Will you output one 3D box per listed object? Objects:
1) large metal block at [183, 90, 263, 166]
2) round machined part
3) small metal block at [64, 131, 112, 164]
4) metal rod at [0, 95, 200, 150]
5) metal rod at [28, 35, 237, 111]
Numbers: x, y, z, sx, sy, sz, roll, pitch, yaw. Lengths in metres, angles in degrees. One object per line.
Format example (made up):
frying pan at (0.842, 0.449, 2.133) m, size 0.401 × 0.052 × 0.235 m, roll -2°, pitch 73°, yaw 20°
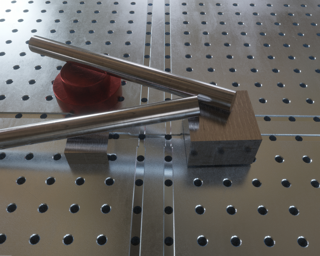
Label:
large metal block at (0.073, -0.001, 0.389) m, size 0.081 × 0.050 × 0.080 m, roll -1°, pitch 50°, yaw -2°
round machined part at (-0.107, -0.068, 0.452) m, size 0.099 × 0.042 × 0.098 m, roll 0°, pitch 50°, yaw 0°
small metal block at (-0.089, 0.018, 0.392) m, size 0.050 × 0.025 × 0.050 m, roll 0°, pitch 50°, yaw -1°
metal rod at (-0.104, -0.001, 0.372) m, size 0.302 × 0.025 × 0.025 m, roll -9°, pitch 50°, yaw 5°
metal rod at (-0.049, -0.078, 0.410) m, size 0.301 × 0.025 × 0.025 m, roll 19°, pitch 52°, yaw 18°
